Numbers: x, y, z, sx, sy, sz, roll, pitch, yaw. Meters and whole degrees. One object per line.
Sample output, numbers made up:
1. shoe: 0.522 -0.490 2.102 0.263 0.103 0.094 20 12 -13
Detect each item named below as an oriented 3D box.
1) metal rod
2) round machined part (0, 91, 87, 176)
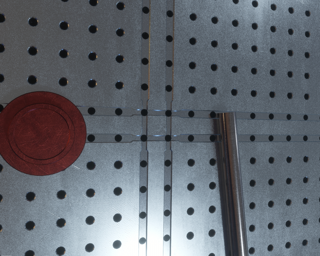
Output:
1. metal rod: 0.111 0.126 0.453 0.025 0.025 0.298 -6 92 -20
2. round machined part: -0.134 0.006 0.354 0.099 0.042 0.097 0 90 -20
